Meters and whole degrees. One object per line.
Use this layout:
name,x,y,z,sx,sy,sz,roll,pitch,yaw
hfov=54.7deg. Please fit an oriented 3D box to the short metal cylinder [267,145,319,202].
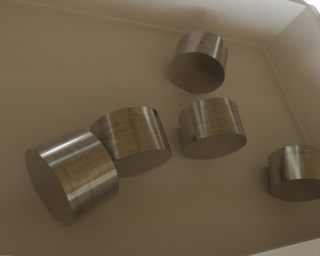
short metal cylinder,0.197,0.066,0.439,0.081,0.080,0.050,19,54,-18

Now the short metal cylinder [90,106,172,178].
short metal cylinder,-0.033,0.018,0.343,0.081,0.080,0.050,-5,64,-31

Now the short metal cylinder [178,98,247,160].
short metal cylinder,0.068,0.003,0.407,0.081,0.080,0.050,5,60,-26

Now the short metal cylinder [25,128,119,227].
short metal cylinder,-0.085,0.046,0.297,0.050,0.080,0.080,-29,78,-38

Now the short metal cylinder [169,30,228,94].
short metal cylinder,0.059,-0.097,0.463,0.080,0.080,0.050,26,53,-13
